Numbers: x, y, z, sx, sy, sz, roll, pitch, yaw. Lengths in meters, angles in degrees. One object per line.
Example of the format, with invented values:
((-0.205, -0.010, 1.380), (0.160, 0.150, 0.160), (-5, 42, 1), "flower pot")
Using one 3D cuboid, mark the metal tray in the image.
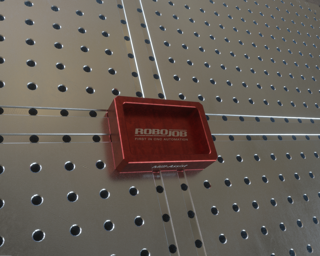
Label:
((0.004, 0.008, 0.401), (0.131, 0.030, 0.090), (2, 61, -27), "metal tray")
